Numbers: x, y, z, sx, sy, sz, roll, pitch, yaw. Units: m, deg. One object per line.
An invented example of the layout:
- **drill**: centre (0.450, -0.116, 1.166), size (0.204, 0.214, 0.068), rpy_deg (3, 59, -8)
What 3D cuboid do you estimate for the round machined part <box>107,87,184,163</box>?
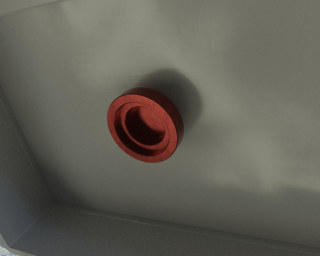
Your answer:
- **round machined part**: centre (-0.015, -0.007, 0.398), size (0.098, 0.042, 0.097), rpy_deg (13, 124, 21)
